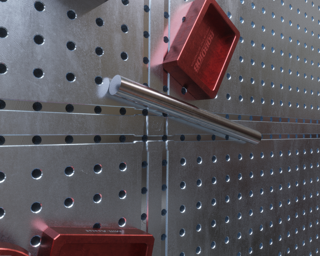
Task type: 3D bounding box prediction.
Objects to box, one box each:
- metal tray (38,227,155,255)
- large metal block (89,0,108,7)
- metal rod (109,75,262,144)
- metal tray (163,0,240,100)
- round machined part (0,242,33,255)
[{"bbox_3d":[-0.071,0.162,0.347,0.131,0.030,0.090,17,79,-39],"label":"metal tray"},{"bbox_3d":[-0.072,-0.196,0.334,0.080,0.050,0.080,33,70,-36],"label":"large metal block"},{"bbox_3d":[0.059,-0.017,0.460,0.302,0.025,0.025,17,79,-39],"label":"metal rod"},{"bbox_3d":[0.066,-0.118,0.463,0.090,0.030,0.130,38,67,-34],"label":"metal tray"},{"bbox_3d":[-0.152,0.148,0.267,0.099,0.042,0.097,1,88,-34],"label":"round machined part"}]
